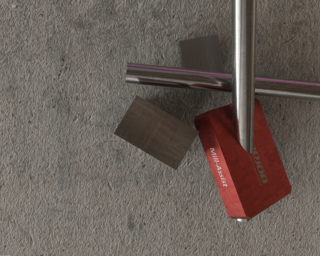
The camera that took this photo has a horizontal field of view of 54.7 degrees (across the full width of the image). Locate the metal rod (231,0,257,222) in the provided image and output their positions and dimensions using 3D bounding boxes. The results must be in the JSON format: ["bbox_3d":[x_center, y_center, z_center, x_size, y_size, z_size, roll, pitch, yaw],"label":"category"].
[{"bbox_3d":[0.097,-0.021,0.359,0.025,0.025,0.298,-6,111,0],"label":"metal rod"}]

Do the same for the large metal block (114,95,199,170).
[{"bbox_3d":[-0.004,0.005,0.382,0.080,0.080,0.050,31,90,-1],"label":"large metal block"}]

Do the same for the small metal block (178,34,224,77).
[{"bbox_3d":[0.054,-0.092,0.411,0.050,0.025,0.050,-11,90,-1],"label":"small metal block"}]

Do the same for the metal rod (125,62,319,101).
[{"bbox_3d":[0.109,-0.056,0.394,0.302,0.025,0.025,4,90,-7],"label":"metal rod"}]

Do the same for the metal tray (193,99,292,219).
[{"bbox_3d":[0.104,0.034,0.382,0.091,0.030,0.129,-17,86,-34],"label":"metal tray"}]
